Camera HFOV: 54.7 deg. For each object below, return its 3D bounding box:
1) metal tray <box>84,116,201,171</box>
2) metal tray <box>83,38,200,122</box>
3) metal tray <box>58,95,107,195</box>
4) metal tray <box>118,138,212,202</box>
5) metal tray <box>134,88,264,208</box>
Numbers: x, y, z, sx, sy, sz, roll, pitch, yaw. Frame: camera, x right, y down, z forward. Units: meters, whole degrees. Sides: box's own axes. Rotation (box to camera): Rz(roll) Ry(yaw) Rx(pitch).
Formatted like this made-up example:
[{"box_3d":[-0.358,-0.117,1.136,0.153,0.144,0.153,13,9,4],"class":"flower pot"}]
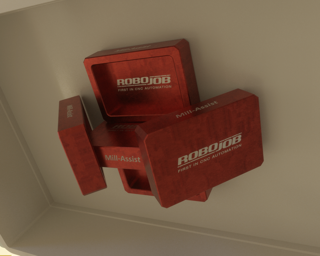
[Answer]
[{"box_3d":[-0.025,0.013,0.386,0.130,0.090,0.030,0,118,27],"class":"metal tray"},{"box_3d":[-0.022,-0.054,0.381,0.130,0.030,0.089,-1,119,27],"class":"metal tray"},{"box_3d":[-0.105,0.017,0.414,0.030,0.130,0.089,-18,115,-9],"class":"metal tray"},{"box_3d":[0.002,0.053,0.433,0.130,0.030,0.089,0,119,27],"class":"metal tray"},{"box_3d":[0.047,0.020,0.335,0.030,0.131,0.089,-139,32,-60],"class":"metal tray"}]
